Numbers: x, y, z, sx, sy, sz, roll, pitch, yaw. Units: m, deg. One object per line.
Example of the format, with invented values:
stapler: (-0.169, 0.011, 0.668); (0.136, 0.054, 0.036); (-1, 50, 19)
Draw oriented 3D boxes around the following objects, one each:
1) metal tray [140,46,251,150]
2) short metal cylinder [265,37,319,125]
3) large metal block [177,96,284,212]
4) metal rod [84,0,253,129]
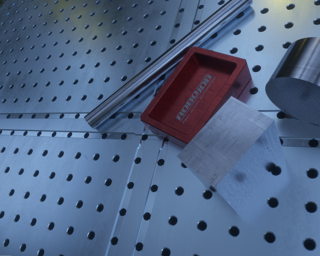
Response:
metal tray: (0.046, -0.041, 0.405); (0.090, 0.030, 0.130); (27, 76, 37)
short metal cylinder: (0.158, -0.046, 0.318); (0.080, 0.080, 0.050); (24, 75, 36)
large metal block: (0.075, 0.029, 0.316); (0.080, 0.080, 0.050); (-48, 51, -5)
metal rod: (0.011, -0.101, 0.464); (0.300, 0.025, 0.025); (-38, 51, 2)
